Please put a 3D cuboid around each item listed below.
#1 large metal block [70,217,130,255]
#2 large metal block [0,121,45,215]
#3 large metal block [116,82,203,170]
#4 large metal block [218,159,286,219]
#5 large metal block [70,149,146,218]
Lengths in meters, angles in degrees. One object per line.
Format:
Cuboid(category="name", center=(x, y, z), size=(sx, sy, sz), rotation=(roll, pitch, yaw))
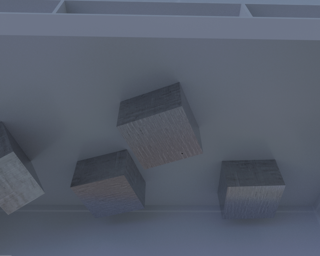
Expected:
Cuboid(category="large metal block", center=(-0.112, 0.220, 0.581), size=(0.080, 0.050, 0.080), rotation=(25, 126, -20))
Cuboid(category="large metal block", center=(-0.202, 0.051, 0.404), size=(0.050, 0.080, 0.080), rotation=(-31, 131, -17))
Cuboid(category="large metal block", center=(0.002, -0.001, 0.392), size=(0.080, 0.050, 0.080), rotation=(-17, 128, 13))
Cuboid(category="large metal block", center=(0.136, 0.095, 0.476), size=(0.081, 0.050, 0.079), rotation=(-2, 130, 1))
Cuboid(category="large metal block", center=(-0.074, 0.085, 0.464), size=(0.080, 0.050, 0.080), rotation=(-14, 129, 11))
